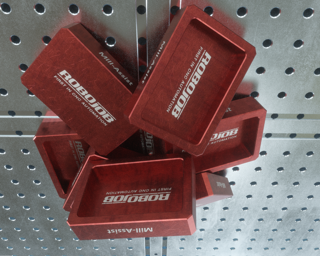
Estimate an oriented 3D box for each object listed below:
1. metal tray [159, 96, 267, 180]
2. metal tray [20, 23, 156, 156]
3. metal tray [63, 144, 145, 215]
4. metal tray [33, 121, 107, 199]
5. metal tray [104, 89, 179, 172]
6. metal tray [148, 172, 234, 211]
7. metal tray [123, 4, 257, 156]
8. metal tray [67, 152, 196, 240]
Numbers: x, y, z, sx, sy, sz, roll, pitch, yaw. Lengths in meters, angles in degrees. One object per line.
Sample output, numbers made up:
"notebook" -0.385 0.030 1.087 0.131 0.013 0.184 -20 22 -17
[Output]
"metal tray" 0.066 0.017 0.399 0.131 0.030 0.090 -15 131 -10
"metal tray" -0.079 -0.039 0.352 0.090 0.030 0.130 -38 106 27
"metal tray" -0.073 0.081 0.436 0.090 0.030 0.129 21 127 -17
"metal tray" -0.115 0.049 0.449 0.090 0.030 0.129 -4 129 2
"metal tray" -0.019 0.009 0.415 0.090 0.030 0.129 -5 128 1
"metal tray" 0.046 0.096 0.446 0.090 0.030 0.130 -23 160 19
"metal tray" 0.031 -0.047 0.325 0.090 0.030 0.130 27 92 -21
"metal tray" -0.027 0.074 0.347 0.130 0.090 0.030 -6 130 11
